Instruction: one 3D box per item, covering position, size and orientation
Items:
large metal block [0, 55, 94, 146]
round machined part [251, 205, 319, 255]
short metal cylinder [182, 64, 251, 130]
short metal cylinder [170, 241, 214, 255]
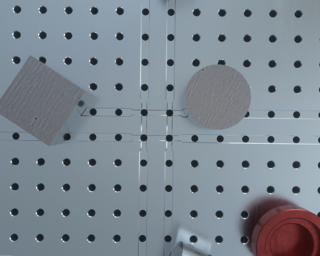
[{"bbox_3d":[-0.146,-0.033,0.400,0.080,0.050,0.080,34,90,0],"label":"large metal block"},{"bbox_3d":[0.169,0.150,0.406,0.099,0.042,0.097,0,90,0],"label":"round machined part"},{"bbox_3d":[0.070,-0.038,0.401,0.081,0.050,0.079,0,90,0],"label":"short metal cylinder"},{"bbox_3d":[0.035,0.190,0.386,0.050,0.080,0.080,25,90,0],"label":"short metal cylinder"}]
